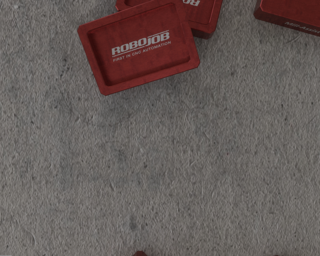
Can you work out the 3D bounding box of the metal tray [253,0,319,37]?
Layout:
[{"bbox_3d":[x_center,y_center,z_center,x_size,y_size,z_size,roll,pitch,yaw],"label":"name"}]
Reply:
[{"bbox_3d":[0.201,-0.176,0.409,0.131,0.030,0.090,16,90,0],"label":"metal tray"}]

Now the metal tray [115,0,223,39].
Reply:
[{"bbox_3d":[0.016,-0.178,0.407,0.131,0.030,0.090,14,90,0],"label":"metal tray"}]

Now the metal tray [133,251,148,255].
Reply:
[{"bbox_3d":[-0.041,0.241,0.407,0.090,0.030,0.130,45,90,0],"label":"metal tray"}]

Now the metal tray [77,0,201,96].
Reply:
[{"bbox_3d":[-0.024,-0.102,0.387,0.130,0.030,0.090,-16,105,8],"label":"metal tray"}]
